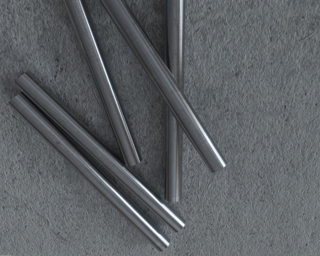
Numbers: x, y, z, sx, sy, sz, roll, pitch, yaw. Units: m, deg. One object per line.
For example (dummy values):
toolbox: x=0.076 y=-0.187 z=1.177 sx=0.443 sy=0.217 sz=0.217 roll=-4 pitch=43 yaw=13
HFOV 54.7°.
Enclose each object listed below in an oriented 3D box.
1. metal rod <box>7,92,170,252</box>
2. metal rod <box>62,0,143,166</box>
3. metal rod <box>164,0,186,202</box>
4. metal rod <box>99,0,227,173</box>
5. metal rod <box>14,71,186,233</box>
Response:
metal rod: x=-0.089 y=0.070 z=0.434 sx=0.025 sy=0.025 sz=0.300 roll=-37 pitch=106 yaw=12
metal rod: x=-0.079 y=-0.088 z=0.376 sx=0.025 sy=0.025 sz=0.298 roll=-16 pitch=110 yaw=6
metal rod: x=0.018 y=-0.040 z=0.395 sx=0.025 sy=0.025 sz=0.298 roll=0 pitch=110 yaw=0
metal rod: x=-0.009 y=-0.075 z=0.360 sx=0.025 sy=0.025 sz=0.299 roll=-31 pitch=99 yaw=11
metal rod: x=-0.072 y=0.042 z=0.424 sx=0.025 sy=0.025 sz=0.300 roll=-40 pitch=106 yaw=13
